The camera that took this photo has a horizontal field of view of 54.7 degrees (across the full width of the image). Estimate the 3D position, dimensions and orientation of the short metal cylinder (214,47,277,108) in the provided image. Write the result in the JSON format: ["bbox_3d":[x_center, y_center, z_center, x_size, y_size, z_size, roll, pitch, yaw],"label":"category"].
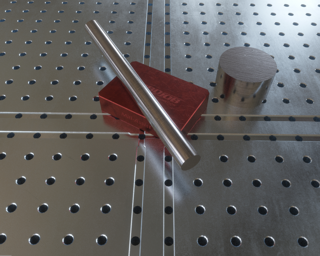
[{"bbox_3d":[0.124,-0.075,0.457,0.081,0.050,0.080,1,50,0],"label":"short metal cylinder"}]

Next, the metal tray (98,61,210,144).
[{"bbox_3d":[-0.008,-0.039,0.437,0.130,0.030,0.090,25,54,19],"label":"metal tray"}]

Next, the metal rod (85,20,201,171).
[{"bbox_3d":[-0.038,-0.063,0.420,0.025,0.025,0.300,-23,54,-18],"label":"metal rod"}]
